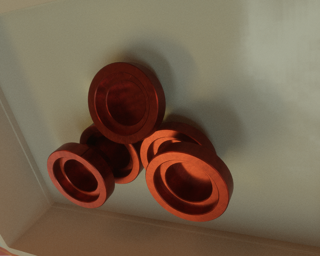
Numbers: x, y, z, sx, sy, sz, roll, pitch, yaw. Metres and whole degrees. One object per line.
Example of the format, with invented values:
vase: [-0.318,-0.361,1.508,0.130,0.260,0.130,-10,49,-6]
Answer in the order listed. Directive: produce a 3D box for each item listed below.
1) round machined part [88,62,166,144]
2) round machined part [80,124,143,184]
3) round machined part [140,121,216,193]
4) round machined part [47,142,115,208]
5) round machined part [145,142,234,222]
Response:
round machined part: [-0.037,-0.032,0.383,0.098,0.042,0.097,6,103,26]
round machined part: [-0.063,0.029,0.447,0.098,0.042,0.097,13,124,21]
round machined part: [0.027,0.034,0.403,0.098,0.042,0.097,13,124,21]
round machined part: [-0.105,0.061,0.435,0.098,0.042,0.097,13,124,21]
round machined part: [0.036,0.057,0.358,0.098,0.042,0.097,13,124,21]
